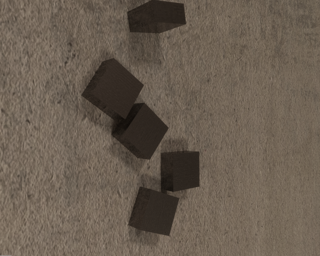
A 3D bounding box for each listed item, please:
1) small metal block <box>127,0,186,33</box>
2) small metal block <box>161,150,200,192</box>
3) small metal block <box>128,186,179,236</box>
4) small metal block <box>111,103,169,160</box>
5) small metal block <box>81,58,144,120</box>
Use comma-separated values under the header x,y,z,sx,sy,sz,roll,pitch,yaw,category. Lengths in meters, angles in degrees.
x,y,z,sx,sy,sz,roll,pitch,yaw,category
-0.004,-0.137,0.386,0.050,0.050,0.025,-13,98,-40,small metal block
0.028,0.058,0.431,0.050,0.025,0.050,-1,91,-40,small metal block
-0.007,0.108,0.401,0.050,0.025,0.050,27,73,-37,small metal block
-0.024,0.004,0.387,0.050,0.025,0.050,46,62,-31,small metal block
-0.054,-0.044,0.361,0.050,0.025,0.050,40,66,-33,small metal block
